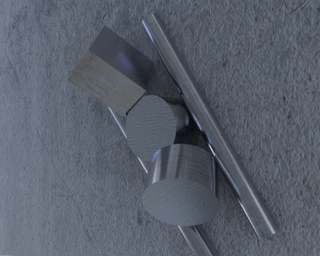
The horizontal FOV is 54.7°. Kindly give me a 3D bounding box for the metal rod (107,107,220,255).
[{"bbox_3d":[-0.016,0.041,0.419,0.025,0.025,0.299,-48,62,29],"label":"metal rod"}]

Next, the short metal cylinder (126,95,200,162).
[{"bbox_3d":[0.003,0.001,0.387,0.080,0.050,0.080,0,90,40],"label":"short metal cylinder"}]

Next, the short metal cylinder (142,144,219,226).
[{"bbox_3d":[0.024,0.064,0.343,0.080,0.080,0.050,-38,24,33],"label":"short metal cylinder"}]

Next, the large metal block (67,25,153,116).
[{"bbox_3d":[-0.060,-0.075,0.400,0.050,0.080,0.080,-44,22,31],"label":"large metal block"}]

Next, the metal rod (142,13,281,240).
[{"bbox_3d":[0.049,-0.018,0.365,0.025,0.025,0.299,-39,66,33],"label":"metal rod"}]
